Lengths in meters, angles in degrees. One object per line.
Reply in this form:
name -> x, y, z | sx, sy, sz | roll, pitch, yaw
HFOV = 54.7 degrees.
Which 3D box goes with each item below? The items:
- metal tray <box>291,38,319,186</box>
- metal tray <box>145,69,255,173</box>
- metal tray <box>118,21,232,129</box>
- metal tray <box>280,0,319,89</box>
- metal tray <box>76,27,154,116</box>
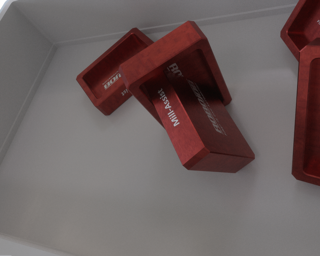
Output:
metal tray -> 0.163, -0.006, 0.256 | 0.090, 0.129, 0.030 | 14, 34, 38
metal tray -> 0.040, -0.015, 0.340 | 0.030, 0.091, 0.130 | -45, 53, 30
metal tray -> 0.024, -0.048, 0.354 | 0.090, 0.130, 0.030 | -32, 57, 8
metal tray -> 0.187, -0.096, 0.324 | 0.030, 0.089, 0.130 | -2, 52, -17
metal tray -> -0.061, -0.092, 0.490 | 0.130, 0.030, 0.090 | -41, 51, 0
